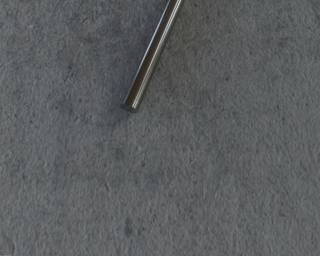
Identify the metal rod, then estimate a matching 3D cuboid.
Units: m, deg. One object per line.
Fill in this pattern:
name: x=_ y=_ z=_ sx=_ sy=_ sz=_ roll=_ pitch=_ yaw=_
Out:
metal rod: x=0.010 y=-0.158 z=0.465 sx=0.025 sy=0.025 sz=0.300 roll=19 pitch=71 yaw=6
